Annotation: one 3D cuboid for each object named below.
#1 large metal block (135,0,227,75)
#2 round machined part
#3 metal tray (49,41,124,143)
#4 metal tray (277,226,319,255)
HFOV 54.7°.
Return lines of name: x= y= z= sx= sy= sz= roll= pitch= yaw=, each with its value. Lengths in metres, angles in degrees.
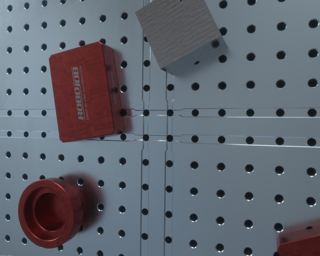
large metal block: x=0.028 y=-0.124 z=0.389 sx=0.080 sy=0.050 sz=0.080 roll=-26 pitch=82 yaw=18
round machined part: x=-0.156 y=0.122 z=0.458 sx=0.098 sy=0.042 sz=0.097 roll=0 pitch=90 yaw=20
metal tray: x=-0.107 y=-0.049 z=0.448 sx=0.090 sy=0.030 sz=0.129 roll=-10 pitch=87 yaw=19
metal tray: x=0.197 y=0.176 z=0.340 sx=0.090 sy=0.030 sz=0.129 roll=-22 pitch=83 yaw=18
